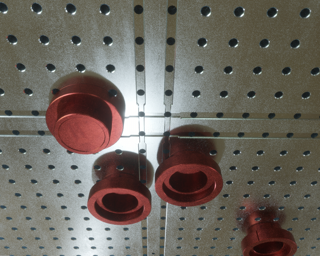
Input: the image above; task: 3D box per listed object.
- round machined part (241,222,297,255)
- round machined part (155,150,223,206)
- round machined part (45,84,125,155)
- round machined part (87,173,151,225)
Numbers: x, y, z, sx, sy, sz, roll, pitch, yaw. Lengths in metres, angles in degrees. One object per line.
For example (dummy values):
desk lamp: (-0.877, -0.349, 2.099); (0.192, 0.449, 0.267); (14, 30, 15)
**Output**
round machined part: (0.203, 0.215, 0.587); (0.099, 0.042, 0.097); (-1, 130, 0)
round machined part: (0.041, 0.071, 0.462); (0.099, 0.042, 0.097); (-1, 130, 0)
round machined part: (-0.096, -0.004, 0.396); (0.099, 0.042, 0.097); (-1, 130, 0)
round machined part: (-0.063, 0.109, 0.493); (0.099, 0.042, 0.097); (-1, 130, 0)
